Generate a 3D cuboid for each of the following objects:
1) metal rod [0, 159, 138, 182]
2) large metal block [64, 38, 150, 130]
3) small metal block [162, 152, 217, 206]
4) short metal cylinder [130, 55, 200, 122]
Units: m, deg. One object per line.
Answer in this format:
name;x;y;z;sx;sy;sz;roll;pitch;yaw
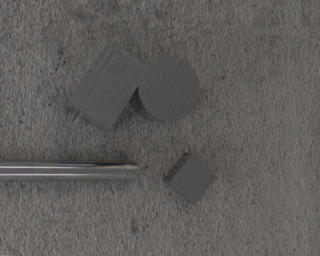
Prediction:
metal rod;-0.174;0.047;0.345;0.302;0.025;0.025;3;89;-20
large metal block;-0.064;-0.045;0.356;0.050;0.080;0.080;34;79;-17
small metal block;0.041;0.069;0.424;0.050;0.025;0.050;44;76;-15
short metal cylinder;0.004;-0.048;0.397;0.081;0.050;0.080;0;90;-20
